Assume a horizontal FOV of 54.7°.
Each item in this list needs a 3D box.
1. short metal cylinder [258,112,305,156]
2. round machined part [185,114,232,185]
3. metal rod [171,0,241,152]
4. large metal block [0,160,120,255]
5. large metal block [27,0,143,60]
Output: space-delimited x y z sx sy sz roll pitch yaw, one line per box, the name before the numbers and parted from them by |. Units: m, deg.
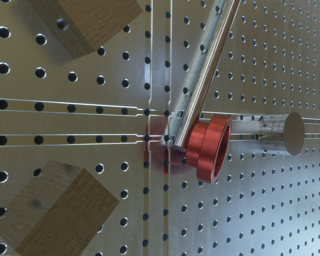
short metal cylinder | 0.230 0.010 0.585 0.081 0.050 0.080 0 90 -40
round machined part | 0.067 0.027 0.435 0.098 0.042 0.097 14 91 -71
metal rod | 0.080 -0.105 0.475 0.025 0.025 0.299 33 69 -35
large metal block | -0.099 0.080 0.291 0.050 0.080 0.080 52 60 -28
large metal block | -0.078 -0.132 0.327 0.080 0.050 0.080 -50 120 -28
